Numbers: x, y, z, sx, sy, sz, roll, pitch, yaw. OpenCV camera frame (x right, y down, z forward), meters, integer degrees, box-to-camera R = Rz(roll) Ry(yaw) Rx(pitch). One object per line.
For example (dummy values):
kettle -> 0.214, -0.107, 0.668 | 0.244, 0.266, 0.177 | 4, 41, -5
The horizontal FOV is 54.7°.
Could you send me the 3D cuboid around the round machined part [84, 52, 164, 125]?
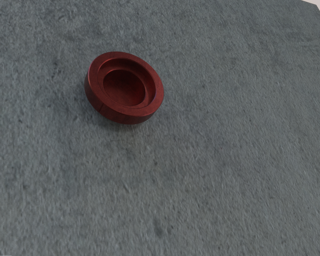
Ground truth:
round machined part -> -0.048, -0.046, 0.397 | 0.099, 0.042, 0.098 | 14, 56, -21
